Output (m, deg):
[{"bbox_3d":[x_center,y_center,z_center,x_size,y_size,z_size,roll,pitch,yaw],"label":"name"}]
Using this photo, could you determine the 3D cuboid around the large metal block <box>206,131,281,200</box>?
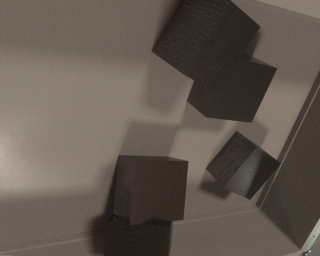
[{"bbox_3d":[0.137,0.063,0.509,0.080,0.050,0.080,29,102,-38],"label":"large metal block"}]

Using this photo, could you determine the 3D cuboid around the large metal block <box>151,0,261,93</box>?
[{"bbox_3d":[0.046,-0.097,0.340,0.050,0.080,0.080,22,107,-37],"label":"large metal block"}]

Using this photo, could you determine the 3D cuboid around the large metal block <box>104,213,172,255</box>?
[{"bbox_3d":[-0.025,0.145,0.423,0.080,0.080,0.050,4,89,5],"label":"large metal block"}]

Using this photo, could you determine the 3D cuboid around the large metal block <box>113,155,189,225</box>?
[{"bbox_3d":[-0.012,0.080,0.418,0.081,0.050,0.079,5,90,-31],"label":"large metal block"}]

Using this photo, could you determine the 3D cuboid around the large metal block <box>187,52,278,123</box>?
[{"bbox_3d":[0.094,-0.057,0.411,0.081,0.050,0.079,5,116,-31],"label":"large metal block"}]
